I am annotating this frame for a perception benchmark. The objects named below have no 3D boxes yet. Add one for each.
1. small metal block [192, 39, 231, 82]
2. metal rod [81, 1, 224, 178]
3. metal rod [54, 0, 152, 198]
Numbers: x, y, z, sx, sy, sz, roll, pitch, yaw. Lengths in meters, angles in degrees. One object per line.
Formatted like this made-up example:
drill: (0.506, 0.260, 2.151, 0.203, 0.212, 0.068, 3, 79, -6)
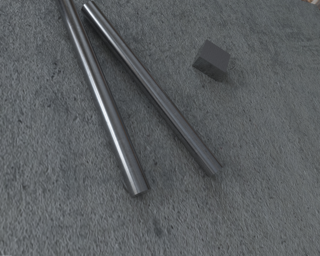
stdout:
small metal block: (0.087, -0.115, 0.523, 0.050, 0.025, 0.050, 30, 52, -9)
metal rod: (-0.016, -0.060, 0.432, 0.025, 0.025, 0.299, -30, 79, -38)
metal rod: (-0.079, -0.055, 0.395, 0.025, 0.025, 0.299, -12, 68, -33)
